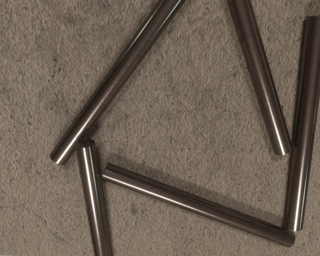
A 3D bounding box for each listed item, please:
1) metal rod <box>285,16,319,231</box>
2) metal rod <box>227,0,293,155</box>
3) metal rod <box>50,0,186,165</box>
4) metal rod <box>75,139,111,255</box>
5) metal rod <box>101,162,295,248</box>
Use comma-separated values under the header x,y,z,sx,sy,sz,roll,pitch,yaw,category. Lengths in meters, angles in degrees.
x,y,z,sx,sy,sz,roll,pitch,yaw,category
0.194,0.008,0.415,0.025,0.025,0.298,-3,110,1,metal rod
0.112,-0.099,0.374,0.025,0.025,0.299,-21,109,7,metal rod
-0.048,-0.070,0.383,0.025,0.025,0.299,36,106,-13,metal rod
-0.089,0.156,0.456,0.025,0.025,0.298,-3,114,0,metal rod
0.061,0.115,0.453,0.302,0.025,0.025,22,109,-9,metal rod
